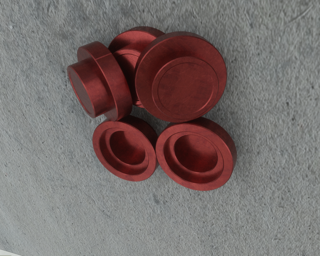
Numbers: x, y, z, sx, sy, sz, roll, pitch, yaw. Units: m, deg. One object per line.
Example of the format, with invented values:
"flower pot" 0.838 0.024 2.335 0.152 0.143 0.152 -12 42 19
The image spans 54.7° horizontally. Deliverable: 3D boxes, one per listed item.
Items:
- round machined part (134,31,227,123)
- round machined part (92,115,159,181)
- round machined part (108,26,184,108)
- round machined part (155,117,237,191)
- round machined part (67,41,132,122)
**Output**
"round machined part" 0.023 -0.048 0.326 0.099 0.042 0.097 -4 120 -6
"round machined part" -0.041 0.023 0.431 0.098 0.042 0.097 13 124 20
"round machined part" -0.024 -0.066 0.367 0.098 0.042 0.097 13 124 20
"round machined part" 0.047 0.027 0.388 0.098 0.042 0.097 13 124 20
"round machined part" -0.077 -0.051 0.374 0.098 0.042 0.097 47 154 32
